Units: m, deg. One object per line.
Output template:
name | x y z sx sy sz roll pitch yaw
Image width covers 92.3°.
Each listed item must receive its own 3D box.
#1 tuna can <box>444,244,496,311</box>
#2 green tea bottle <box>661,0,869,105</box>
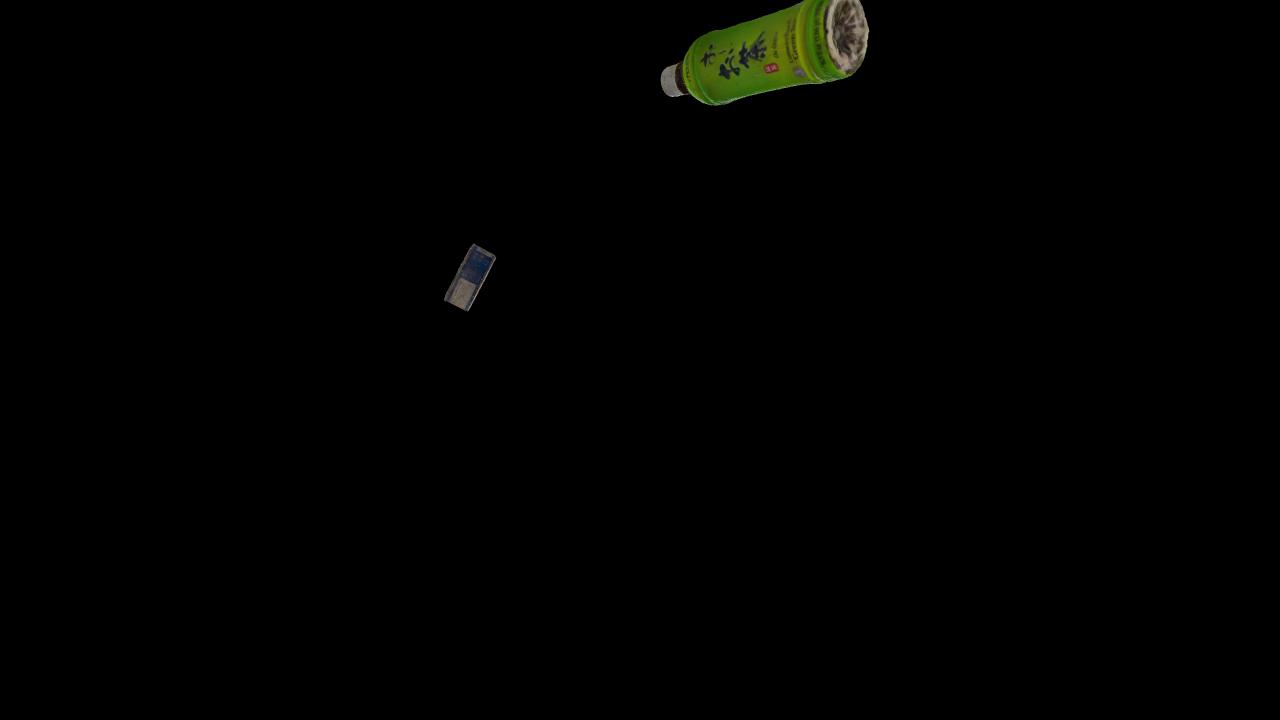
tuna can | -0.220 -0.107 0.799 0.034 0.084 0.084 27 -8 -15
green tea bottle | 0.103 -0.283 0.584 0.073 0.073 0.212 0 6 -42
